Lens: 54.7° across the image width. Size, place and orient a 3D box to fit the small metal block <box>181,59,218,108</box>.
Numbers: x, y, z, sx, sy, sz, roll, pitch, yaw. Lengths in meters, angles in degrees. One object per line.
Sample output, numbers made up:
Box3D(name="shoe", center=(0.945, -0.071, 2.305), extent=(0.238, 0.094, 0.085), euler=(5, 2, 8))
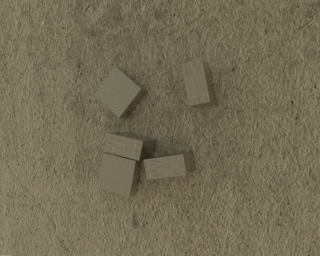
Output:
Box3D(name="small metal block", center=(0.049, -0.052, 0.378), extent=(0.025, 0.050, 0.050), euler=(-12, 86, 20))

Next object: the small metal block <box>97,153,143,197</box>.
Box3D(name="small metal block", center=(-0.055, 0.063, 0.428), extent=(0.050, 0.025, 0.050), euler=(11, 94, 19))

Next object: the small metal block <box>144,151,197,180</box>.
Box3D(name="small metal block", center=(0.014, 0.046, 0.391), extent=(0.050, 0.050, 0.025), euler=(-10, 87, 20))

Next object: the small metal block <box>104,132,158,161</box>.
Box3D(name="small metal block", center=(-0.037, 0.023, 0.409), extent=(0.050, 0.050, 0.025), euler=(12, 94, 19))

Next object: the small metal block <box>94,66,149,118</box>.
Box3D(name="small metal block", center=(-0.053, -0.048, 0.428), extent=(0.050, 0.025, 0.050), euler=(42, 103, 15))
